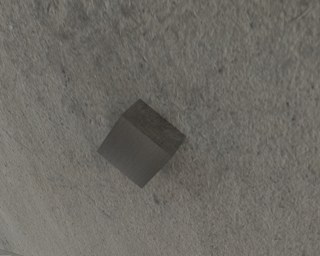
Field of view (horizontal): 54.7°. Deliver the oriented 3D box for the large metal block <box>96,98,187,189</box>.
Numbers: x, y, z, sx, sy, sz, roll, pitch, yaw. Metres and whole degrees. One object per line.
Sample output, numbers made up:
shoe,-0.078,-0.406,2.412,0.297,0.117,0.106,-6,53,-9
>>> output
large metal block,-0.026,0.022,0.416,0.080,0.050,0.080,40,129,0
